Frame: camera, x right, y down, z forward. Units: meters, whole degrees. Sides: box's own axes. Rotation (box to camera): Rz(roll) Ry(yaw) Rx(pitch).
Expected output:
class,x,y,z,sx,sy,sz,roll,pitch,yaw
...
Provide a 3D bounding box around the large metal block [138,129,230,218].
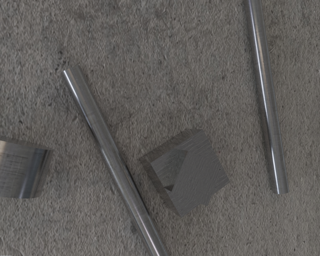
class,x,y,z,sx,sy,sz,roll,pitch,yaw
large metal block,0.032,0.056,0.408,0.080,0.050,0.080,-32,101,-17

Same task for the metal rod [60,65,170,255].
class,x,y,z,sx,sy,sz,roll,pitch,yaw
metal rod,-0.047,0.065,0.392,0.025,0.025,0.299,-27,99,-18

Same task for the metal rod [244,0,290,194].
class,x,y,z,sx,sy,sz,roll,pitch,yaw
metal rod,0.162,-0.049,0.468,0.025,0.025,0.298,-11,94,-20

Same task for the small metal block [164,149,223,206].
class,x,y,z,sx,sy,sz,roll,pitch,yaw
small metal block,0.040,0.059,0.371,0.050,0.025,0.050,26,81,-18

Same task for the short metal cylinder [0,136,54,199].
class,x,y,z,sx,sy,sz,roll,pitch,yaw
short metal cylinder,-0.158,0.037,0.322,0.081,0.080,0.050,16,85,-20
